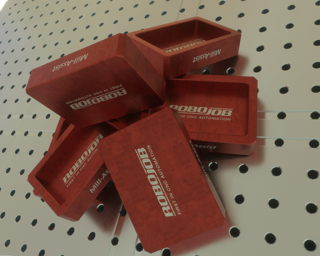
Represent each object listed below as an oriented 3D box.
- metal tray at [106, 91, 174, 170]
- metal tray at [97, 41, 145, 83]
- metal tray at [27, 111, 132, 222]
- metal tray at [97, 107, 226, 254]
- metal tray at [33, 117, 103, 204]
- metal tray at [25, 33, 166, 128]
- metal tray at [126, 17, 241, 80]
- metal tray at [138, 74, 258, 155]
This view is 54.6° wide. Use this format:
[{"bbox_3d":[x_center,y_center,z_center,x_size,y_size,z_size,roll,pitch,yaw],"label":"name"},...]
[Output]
[{"bbox_3d":[-0.022,-0.007,0.422,0.090,0.030,0.130,-3,58,24],"label":"metal tray"},{"bbox_3d":[-0.064,-0.084,0.469,0.090,0.030,0.130,-38,35,2],"label":"metal tray"},{"bbox_3d":[-0.098,0.039,0.394,0.090,0.030,0.130,30,78,38],"label":"metal tray"},{"bbox_3d":[0.001,0.054,0.329,0.090,0.030,0.130,-26,86,12],"label":"metal tray"},{"bbox_3d":[-0.118,0.039,0.445,0.090,0.030,0.130,-4,59,25],"label":"metal tray"},{"bbox_3d":[-0.070,-0.046,0.349,0.130,0.090,0.030,-14,56,26],"label":"metal tray"},{"bbox_3d":[0.032,-0.112,0.415,0.131,0.030,0.090,-24,44,-29],"label":"metal tray"},{"bbox_3d":[0.046,-0.020,0.370,0.130,0.030,0.090,4,63,11],"label":"metal tray"}]
